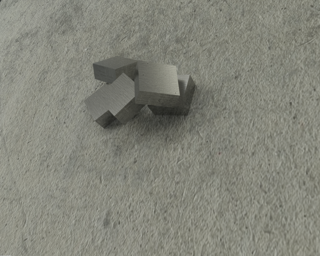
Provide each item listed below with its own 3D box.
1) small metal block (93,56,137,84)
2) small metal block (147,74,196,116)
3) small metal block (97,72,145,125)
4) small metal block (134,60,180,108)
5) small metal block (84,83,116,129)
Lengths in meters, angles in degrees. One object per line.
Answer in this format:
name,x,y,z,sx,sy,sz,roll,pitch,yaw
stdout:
small metal block,-0.067,-0.090,0.479,0.050,0.025,0.050,20,36,35
small metal block,0.017,-0.044,0.423,0.050,0.025,0.050,2,63,29
small metal block,-0.049,-0.040,0.421,0.050,0.025,0.050,-44,51,-3
small metal block,-0.005,-0.056,0.393,0.050,0.025,0.050,5,56,-15
small metal block,-0.080,-0.035,0.467,0.050,0.025,0.050,-38,51,2
